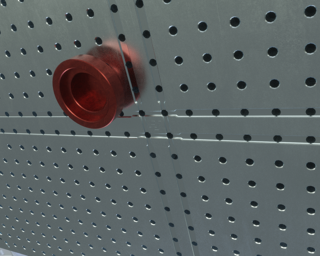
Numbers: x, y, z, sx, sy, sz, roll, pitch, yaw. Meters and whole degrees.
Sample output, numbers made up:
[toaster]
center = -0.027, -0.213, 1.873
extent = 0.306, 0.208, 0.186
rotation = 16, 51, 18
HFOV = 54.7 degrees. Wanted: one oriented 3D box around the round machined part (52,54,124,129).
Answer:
[round machined part]
center = -0.090, -0.051, 0.414
extent = 0.098, 0.042, 0.097
rotation = 13, 124, 20
